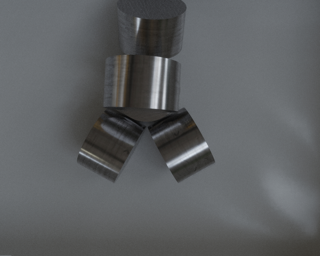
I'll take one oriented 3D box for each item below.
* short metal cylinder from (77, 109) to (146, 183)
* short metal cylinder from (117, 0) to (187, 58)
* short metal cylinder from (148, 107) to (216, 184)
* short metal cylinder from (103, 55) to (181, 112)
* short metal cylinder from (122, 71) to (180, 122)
[{"bbox_3d":[-0.058,0.021,0.381,0.050,0.080,0.080,29,90,0],"label":"short metal cylinder"},{"bbox_3d":[-0.011,-0.125,0.376,0.080,0.080,0.050,4,133,0],"label":"short metal cylinder"},{"bbox_3d":[0.026,0.021,0.382,0.050,0.080,0.080,-29,90,1],"label":"short metal cylinder"},{"bbox_3d":[-0.019,-0.044,0.332,0.080,0.080,0.050,3,90,0],"label":"short metal cylinder"},{"bbox_3d":[-0.016,-0.047,0.396,0.081,0.050,0.080,0,90,0],"label":"short metal cylinder"}]
